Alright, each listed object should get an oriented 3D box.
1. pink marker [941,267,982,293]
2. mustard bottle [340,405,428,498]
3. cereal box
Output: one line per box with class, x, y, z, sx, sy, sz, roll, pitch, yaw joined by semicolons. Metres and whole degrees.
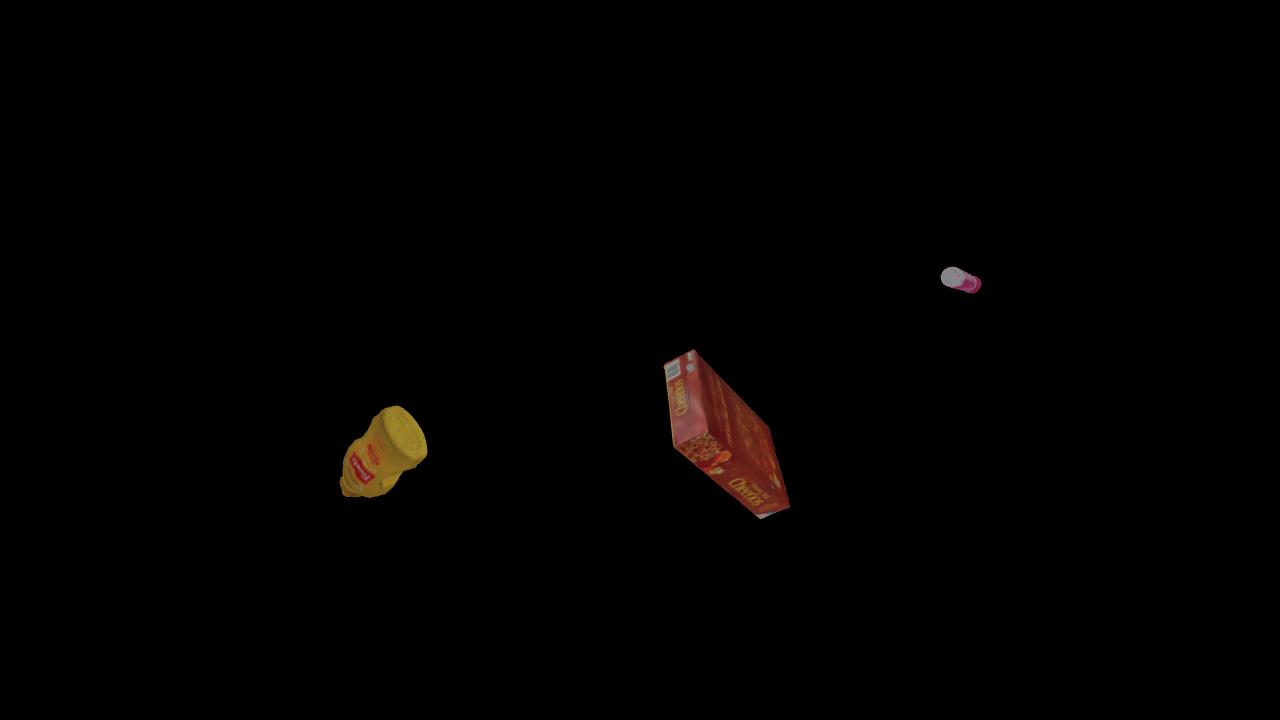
pink marker;0.325;-0.079;0.618;0.020;0.020;0.121;0;2;37
mustard bottle;-0.387;0.151;0.899;0.184;0.092;0.054;-40;-7;28
cereal box;0.166;0.146;1.165;0.081;0.203;0.306;-29;-50;22
